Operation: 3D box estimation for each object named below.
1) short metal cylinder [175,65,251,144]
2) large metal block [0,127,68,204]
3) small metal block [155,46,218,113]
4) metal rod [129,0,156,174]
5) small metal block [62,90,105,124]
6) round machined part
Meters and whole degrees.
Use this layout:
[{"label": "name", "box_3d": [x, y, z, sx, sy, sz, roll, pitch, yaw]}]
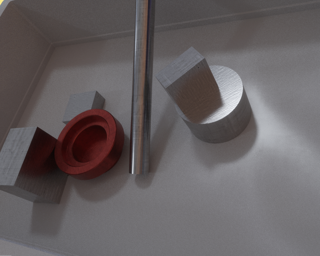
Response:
[{"label": "short metal cylinder", "box_3d": [0.064, -0.028, 0.372, 0.080, 0.050, 0.080, -13, 56, 20]}, {"label": "large metal block", "box_3d": [-0.172, 0.053, 0.426, 0.050, 0.080, 0.080, -4, 60, 26]}, {"label": "small metal block", "box_3d": [0.030, -0.052, 0.341, 0.050, 0.050, 0.025, -38, 51, 2]}, {"label": "metal rod", "box_3d": [-0.021, -0.093, 0.392, 0.025, 0.025, 0.298, 1, 88, 28]}, {"label": "small metal block", "box_3d": [-0.118, -0.028, 0.483, 0.050, 0.025, 0.050, -5, 59, 25]}, {"label": "round machined part", "box_3d": [-0.091, 0.026, 0.425, 0.098, 0.042, 0.098, -13, 56, 20]}]
